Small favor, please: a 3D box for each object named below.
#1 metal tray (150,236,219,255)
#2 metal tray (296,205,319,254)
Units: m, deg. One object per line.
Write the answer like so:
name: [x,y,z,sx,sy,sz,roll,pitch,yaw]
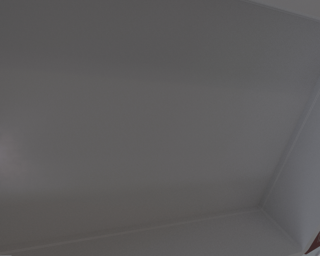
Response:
metal tray: [0.046,0.258,0.569,0.131,0.030,0.089,0,93,-29]
metal tray: [0.395,0.252,0.779,0.091,0.030,0.129,-22,127,-15]
